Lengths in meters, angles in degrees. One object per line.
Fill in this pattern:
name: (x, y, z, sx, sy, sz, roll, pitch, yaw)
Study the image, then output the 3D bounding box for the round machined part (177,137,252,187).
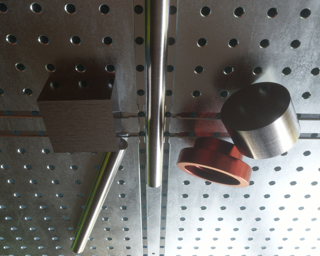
round machined part: (0.076, 0.044, 0.420, 0.098, 0.042, 0.098, 17, 163, 6)

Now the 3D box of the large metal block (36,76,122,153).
large metal block: (-0.093, -0.016, 0.380, 0.081, 0.050, 0.079, -1, 130, 0)

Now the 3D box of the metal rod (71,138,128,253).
metal rod: (-0.109, 0.128, 0.518, 0.025, 0.025, 0.298, 16, 128, -14)

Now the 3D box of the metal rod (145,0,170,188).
metal rod: (-0.006, -0.030, 0.385, 0.025, 0.025, 0.298, 1, 130, -1)

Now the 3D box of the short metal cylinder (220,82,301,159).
short metal cylinder: (0.119, -0.010, 0.369, 0.080, 0.080, 0.050, -22, 127, 17)
